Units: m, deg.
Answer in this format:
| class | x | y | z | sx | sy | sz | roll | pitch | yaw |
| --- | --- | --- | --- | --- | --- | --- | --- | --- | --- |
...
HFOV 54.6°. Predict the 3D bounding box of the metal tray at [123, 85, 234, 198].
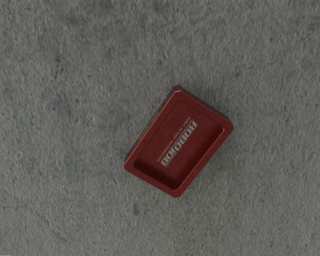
| class | x | y | z | sx | sy | sz | roll | pitch | yaw |
| --- | --- | --- | --- | --- | --- | --- | --- | --- | --- |
| metal tray | 0.023 | 0.021 | 0.414 | 0.090 | 0.030 | 0.129 | 32 | 107 | -11 |
